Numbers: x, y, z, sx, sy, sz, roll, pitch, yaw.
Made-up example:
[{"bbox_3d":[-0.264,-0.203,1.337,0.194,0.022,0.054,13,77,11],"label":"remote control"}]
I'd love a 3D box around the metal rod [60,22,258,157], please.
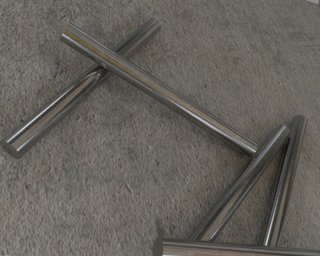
[{"bbox_3d":[0.011,-0.042,0.414,0.301,0.025,0.025,31,52,-17],"label":"metal rod"}]

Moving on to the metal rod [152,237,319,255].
[{"bbox_3d":[0.135,0.148,0.352,0.302,0.025,0.025,13,57,-21],"label":"metal rod"}]

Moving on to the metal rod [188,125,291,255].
[{"bbox_3d":[0.109,0.078,0.414,0.025,0.025,0.302,48,51,5],"label":"metal rod"}]

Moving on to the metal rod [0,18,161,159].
[{"bbox_3d":[-0.079,-0.072,0.404,0.025,0.025,0.301,39,51,-2],"label":"metal rod"}]

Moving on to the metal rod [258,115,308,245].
[{"bbox_3d":[0.179,0.083,0.448,0.025,0.025,0.301,37,51,-3],"label":"metal rod"}]
